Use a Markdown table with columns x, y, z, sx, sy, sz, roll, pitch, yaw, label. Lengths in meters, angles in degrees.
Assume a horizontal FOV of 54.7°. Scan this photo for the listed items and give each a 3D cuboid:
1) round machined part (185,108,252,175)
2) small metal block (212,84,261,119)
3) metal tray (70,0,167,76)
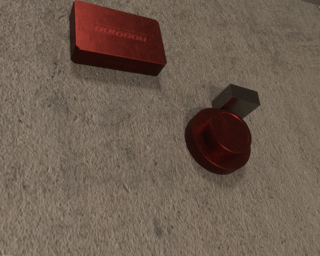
| x | y | z | sx | sy | sz | roll | pitch | yaw | label |
| --- | --- | --- | --- | --- | --- | --- | --- | --- | --- |
| 0.088 | 0.012 | 0.435 | 0.099 | 0.042 | 0.098 | 14 | 56 | -21 | round machined part |
| 0.116 | -0.038 | 0.476 | 0.050 | 0.050 | 0.025 | 12 | 57 | -22 | small metal block |
| -0.060 | -0.128 | 0.447 | 0.131 | 0.030 | 0.090 | 5 | 60 | -26 | metal tray |
